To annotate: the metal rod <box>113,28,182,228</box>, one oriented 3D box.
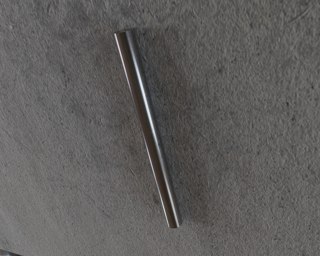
[{"bbox_3d":[-0.010,0.018,0.423,0.025,0.025,0.298,0,119,28],"label":"metal rod"}]
